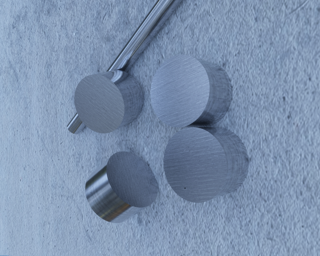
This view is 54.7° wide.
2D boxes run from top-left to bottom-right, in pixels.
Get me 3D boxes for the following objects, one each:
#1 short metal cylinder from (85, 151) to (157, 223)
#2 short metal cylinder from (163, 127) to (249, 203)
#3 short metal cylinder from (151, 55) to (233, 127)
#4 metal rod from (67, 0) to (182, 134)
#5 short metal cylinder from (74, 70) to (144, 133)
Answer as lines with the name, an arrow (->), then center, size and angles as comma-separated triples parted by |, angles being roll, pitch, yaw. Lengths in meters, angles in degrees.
short metal cylinder -> -0.050, 0.078, 0.411 | 0.050, 0.081, 0.080 | -41, 66, 33
short metal cylinder -> 0.051, 0.039, 0.347 | 0.080, 0.050, 0.080 | 0, 90, 40
short metal cylinder -> 0.036, -0.041, 0.359 | 0.080, 0.050, 0.080 | 0, 90, 40
metal rod -> -0.056, -0.092, 0.451 | 0.299, 0.025, 0.025 | -46, 63, 30
short metal cylinder -> -0.070, -0.038, 0.431 | 0.080, 0.050, 0.079 | 8, 109, 24
